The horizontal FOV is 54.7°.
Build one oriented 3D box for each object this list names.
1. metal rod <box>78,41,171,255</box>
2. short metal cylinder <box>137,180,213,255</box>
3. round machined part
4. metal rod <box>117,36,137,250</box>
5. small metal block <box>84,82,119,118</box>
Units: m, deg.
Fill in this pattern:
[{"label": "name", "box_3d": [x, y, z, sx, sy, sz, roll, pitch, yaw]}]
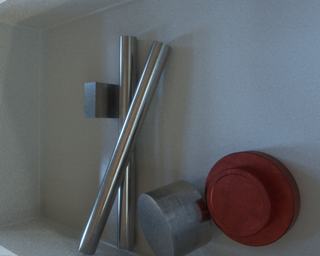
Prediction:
[{"label": "metal rod", "box_3d": [-0.049, 0.030, 0.416, 0.025, 0.025, 0.298, 25, 97, 37]}, {"label": "short metal cylinder", "box_3d": [0.015, 0.106, 0.358, 0.080, 0.050, 0.079, 35, 133, 50]}, {"label": "round machined part", "box_3d": [0.088, 0.074, 0.322, 0.098, 0.042, 0.097, 0, 90, 39]}, {"label": "metal rod", "box_3d": [-0.047, 0.021, 0.443, 0.025, 0.025, 0.298, 1, 91, 39]}, {"label": "small metal block", "box_3d": [-0.083, -0.039, 0.457, 0.025, 0.050, 0.050, 1, 91, 40]}]
